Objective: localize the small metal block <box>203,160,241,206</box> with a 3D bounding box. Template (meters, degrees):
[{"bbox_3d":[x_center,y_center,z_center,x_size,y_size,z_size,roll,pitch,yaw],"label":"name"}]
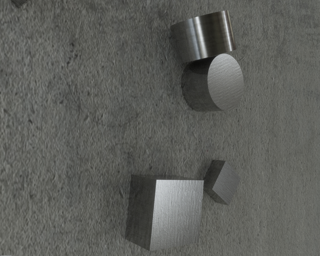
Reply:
[{"bbox_3d":[0.095,0.085,0.485,0.050,0.025,0.050,46,63,-30],"label":"small metal block"}]

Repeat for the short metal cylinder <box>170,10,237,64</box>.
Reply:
[{"bbox_3d":[0.058,-0.121,0.417,0.081,0.080,0.050,-24,106,-37],"label":"short metal cylinder"}]

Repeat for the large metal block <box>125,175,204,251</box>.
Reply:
[{"bbox_3d":[0.007,0.103,0.394,0.081,0.050,0.080,9,84,-40],"label":"large metal block"}]

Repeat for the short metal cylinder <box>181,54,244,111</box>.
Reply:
[{"bbox_3d":[0.078,-0.064,0.453,0.081,0.050,0.080,0,90,-40],"label":"short metal cylinder"}]

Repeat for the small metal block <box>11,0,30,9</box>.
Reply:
[{"bbox_3d":[-0.131,-0.152,0.294,0.050,0.025,0.050,52,60,-27],"label":"small metal block"}]
